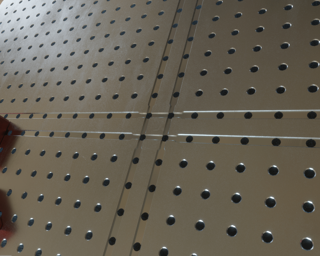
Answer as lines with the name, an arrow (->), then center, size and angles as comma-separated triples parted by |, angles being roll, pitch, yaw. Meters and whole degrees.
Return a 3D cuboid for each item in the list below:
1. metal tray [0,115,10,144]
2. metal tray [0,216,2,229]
metal tray -> -0.349, 0.021, 0.571 | 0.130, 0.030, 0.090 | -2, 61, 26
metal tray -> -0.308, 0.154, 0.468 | 0.130, 0.030, 0.090 | -40, 51, 0
